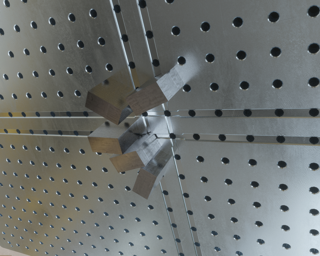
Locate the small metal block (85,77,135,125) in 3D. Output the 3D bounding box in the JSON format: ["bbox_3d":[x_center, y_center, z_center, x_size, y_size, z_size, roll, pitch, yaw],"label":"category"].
[{"bbox_3d":[-0.060,-0.036,0.405,0.050,0.050,0.025,29,128,9],"label":"small metal block"}]

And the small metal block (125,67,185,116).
[{"bbox_3d":[-0.006,-0.044,0.371,0.050,0.050,0.025,-23,106,36],"label":"small metal block"}]

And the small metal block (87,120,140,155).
[{"bbox_3d":[-0.064,0.012,0.437,0.050,0.050,0.025,2,119,27],"label":"small metal block"}]

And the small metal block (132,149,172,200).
[{"bbox_3d":[-0.011,0.065,0.441,0.025,0.050,0.050,29,128,10],"label":"small metal block"}]

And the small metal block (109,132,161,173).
[{"bbox_3d":[-0.034,0.034,0.435,0.050,0.050,0.025,-18,109,35],"label":"small metal block"}]
